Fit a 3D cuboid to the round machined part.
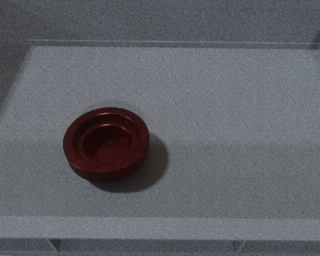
[{"bbox_3d":[-0.062,0.024,0.373,0.099,0.042,0.098,0,50,0],"label":"round machined part"}]
